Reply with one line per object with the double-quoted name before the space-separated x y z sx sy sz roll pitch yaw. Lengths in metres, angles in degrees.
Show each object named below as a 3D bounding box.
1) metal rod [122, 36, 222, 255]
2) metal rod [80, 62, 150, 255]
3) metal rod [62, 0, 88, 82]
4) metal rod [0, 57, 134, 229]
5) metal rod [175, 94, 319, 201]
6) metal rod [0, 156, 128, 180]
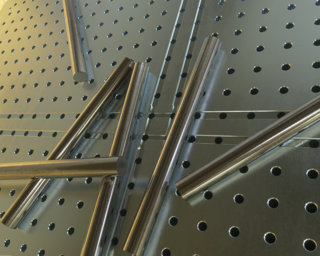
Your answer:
"metal rod" 0.023 0.007 0.392 0.025 0.025 0.300 9 66 32
"metal rod" -0.056 0.037 0.415 0.025 0.025 0.300 -3 60 27
"metal rod" -0.176 -0.201 0.625 0.025 0.025 0.300 -28 52 11
"metal rod" -0.131 0.015 0.469 0.025 0.025 0.300 26 75 37
"metal rod" 0.150 -0.008 0.334 0.300 0.025 0.025 -33 52 7
"metal rod" -0.181 0.059 0.434 0.300 0.025 0.025 -6 59 25
